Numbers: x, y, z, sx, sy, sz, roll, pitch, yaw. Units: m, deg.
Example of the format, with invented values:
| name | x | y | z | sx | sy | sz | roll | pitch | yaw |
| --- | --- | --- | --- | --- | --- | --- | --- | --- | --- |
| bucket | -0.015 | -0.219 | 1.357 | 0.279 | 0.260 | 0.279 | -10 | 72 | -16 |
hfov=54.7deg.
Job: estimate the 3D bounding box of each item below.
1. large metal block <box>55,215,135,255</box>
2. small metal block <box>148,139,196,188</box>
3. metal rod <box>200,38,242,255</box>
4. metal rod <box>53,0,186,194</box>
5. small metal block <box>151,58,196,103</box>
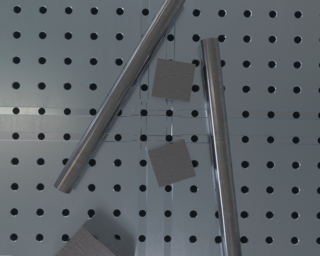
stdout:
| name | x | y | z | sx | sy | sz | roll | pitch | yaw |
| --- | --- | --- | --- | --- | --- | --- | --- | --- | --- |
| large metal block | -0.091 | 0.175 | 0.400 | 0.080 | 0.050 | 0.080 | 42 | 90 | 0 |
| small metal block | 0.015 | 0.046 | 0.414 | 0.050 | 0.025 | 0.050 | -18 | 90 | 0 |
| metal rod | 0.082 | 0.031 | 0.414 | 0.025 | 0.025 | 0.298 | -6 | 90 | 0 |
| metal rod | -0.053 | -0.048 | 0.412 | 0.025 | 0.025 | 0.299 | 31 | 90 | 0 |
| small metal block | 0.018 | -0.062 | 0.414 | 0.050 | 0.025 | 0.050 | 9 | 90 | 0 |
